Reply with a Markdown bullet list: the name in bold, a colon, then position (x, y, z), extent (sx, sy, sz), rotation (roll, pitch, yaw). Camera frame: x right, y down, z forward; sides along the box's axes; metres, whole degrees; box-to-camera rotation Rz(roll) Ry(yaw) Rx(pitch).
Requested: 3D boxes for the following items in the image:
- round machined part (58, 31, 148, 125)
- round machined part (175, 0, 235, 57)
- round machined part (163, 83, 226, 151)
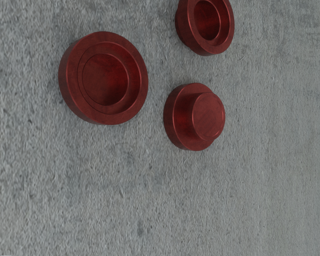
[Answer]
- **round machined part**: position (-0.064, -0.052, 0.340), extent (0.099, 0.042, 0.097), rotation (0, 90, -40)
- **round machined part**: position (0.060, -0.151, 0.443), extent (0.099, 0.042, 0.097), rotation (0, 90, -40)
- **round machined part**: position (0.055, -0.016, 0.440), extent (0.099, 0.042, 0.097), rotation (0, 90, -40)
